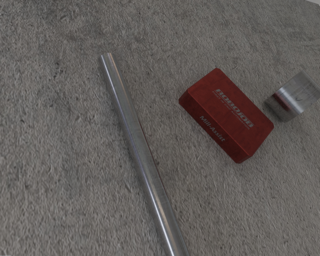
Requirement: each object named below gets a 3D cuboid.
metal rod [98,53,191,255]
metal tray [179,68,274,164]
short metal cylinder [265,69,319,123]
[{"bbox_3d":[-0.020,0.036,0.370,0.025,0.025,0.299,-8,66,-32],"label":"metal rod"},{"bbox_3d":[0.102,-0.022,0.469,0.130,0.030,0.091,47,51,4],"label":"metal tray"},{"bbox_3d":[0.225,-0.053,0.522,0.081,0.080,0.050,-34,81,-38],"label":"short metal cylinder"}]
